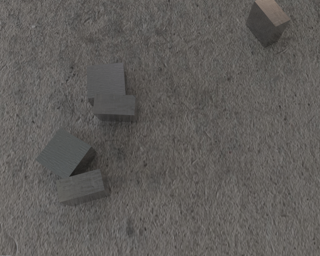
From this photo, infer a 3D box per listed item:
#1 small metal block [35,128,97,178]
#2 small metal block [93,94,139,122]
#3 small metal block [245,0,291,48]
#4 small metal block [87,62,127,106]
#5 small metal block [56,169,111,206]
[{"bbox_3d":[-0.118,0.036,0.391,0.050,0.025,0.050,28,72,16],"label":"small metal block"},{"bbox_3d":[-0.055,-0.025,0.401,0.050,0.050,0.025,3,81,1],"label":"small metal block"},{"bbox_3d":[0.156,-0.155,0.452,0.025,0.050,0.050,-28,73,-9],"label":"small metal block"},{"bbox_3d":[-0.073,-0.061,0.430,0.050,0.025,0.050,-6,70,-2],"label":"small metal block"},{"bbox_3d":[-0.089,0.072,0.368,0.050,0.050,0.025,-15,71,-6],"label":"small metal block"}]
